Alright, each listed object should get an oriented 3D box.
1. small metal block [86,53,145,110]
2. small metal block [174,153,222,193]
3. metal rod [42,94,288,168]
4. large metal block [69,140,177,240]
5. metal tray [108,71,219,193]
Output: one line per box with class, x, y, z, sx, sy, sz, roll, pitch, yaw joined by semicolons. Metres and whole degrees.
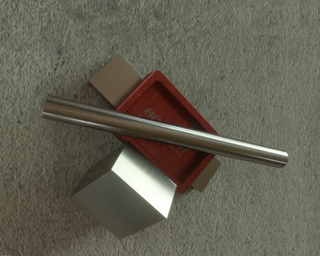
small metal block;-0.055;-0.056;0.390;0.050;0.025;0.050;47;75;-15
small metal block;0.048;0.053;0.429;0.050;0.025;0.050;40;77;-16
metal rod;0.023;0.010;0.361;0.302;0.025;0.025;13;86;-20
large metal block;-0.042;0.074;0.357;0.080;0.080;0.050;45;34;-15
metal tray;0.007;0.006;0.384;0.130;0.030;0.090;46;76;-15
